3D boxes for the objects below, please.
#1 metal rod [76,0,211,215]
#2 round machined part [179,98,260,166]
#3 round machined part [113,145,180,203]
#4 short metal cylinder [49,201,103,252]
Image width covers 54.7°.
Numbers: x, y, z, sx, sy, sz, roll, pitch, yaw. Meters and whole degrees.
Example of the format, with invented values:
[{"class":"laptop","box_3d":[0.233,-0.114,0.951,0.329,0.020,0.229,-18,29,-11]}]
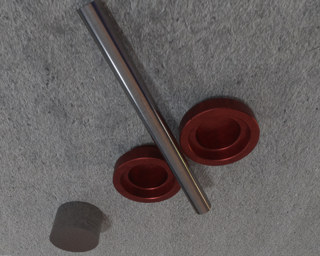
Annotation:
[{"class":"metal rod","box_3d":[-0.005,-0.005,0.370,0.025,0.025,0.299,-21,118,16]},{"class":"round machined part","box_3d":[0.073,0.001,0.398,0.099,0.042,0.097,-1,130,0]},{"class":"round machined part","box_3d":[-0.017,0.062,0.449,0.099,0.042,0.097,-1,130,0]},{"class":"short metal cylinder","box_3d":[-0.143,0.171,0.534,0.081,0.050,0.079,0,130,0]}]
